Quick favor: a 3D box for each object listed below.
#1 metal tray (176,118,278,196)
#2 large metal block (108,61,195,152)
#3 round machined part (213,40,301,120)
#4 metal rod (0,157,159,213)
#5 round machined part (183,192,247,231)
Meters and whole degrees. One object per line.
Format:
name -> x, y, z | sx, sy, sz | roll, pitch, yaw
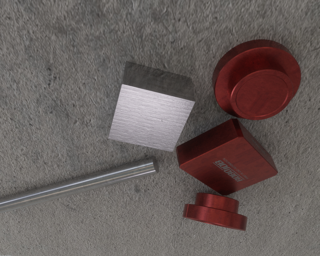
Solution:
metal tray -> 0.094, 0.046, 0.424 | 0.090, 0.030, 0.130 | -30, 138, 23
large metal block -> -0.012, -0.024, 0.370 | 0.081, 0.050, 0.079 | 13, 129, -11
round machined part -> 0.112, -0.047, 0.357 | 0.099, 0.042, 0.097 | 0, 130, 0
metal rod -> -0.147, 0.095, 0.486 | 0.301, 0.025, 0.025 | -16, 128, 13
round machined part -> 0.088, 0.130, 0.488 | 0.099, 0.042, 0.098 | 12, 164, 4
